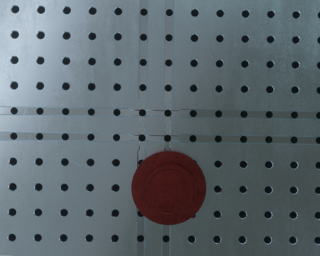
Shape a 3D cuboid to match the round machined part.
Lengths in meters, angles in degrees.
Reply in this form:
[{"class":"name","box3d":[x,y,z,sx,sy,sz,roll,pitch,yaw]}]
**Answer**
[{"class":"round machined part","box3d":[0.012,0.079,0.405,0.099,0.042,0.097,0,90,-1]}]
